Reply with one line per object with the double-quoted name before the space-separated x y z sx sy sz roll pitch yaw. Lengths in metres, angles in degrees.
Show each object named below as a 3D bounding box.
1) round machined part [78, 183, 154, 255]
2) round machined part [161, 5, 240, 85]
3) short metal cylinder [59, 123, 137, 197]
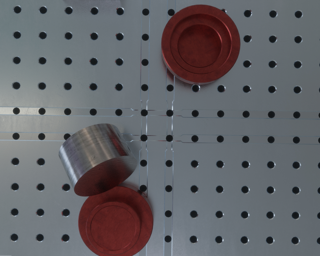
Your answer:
"round machined part" -0.058 0.124 0.404 0.099 0.042 0.097 0 90 0
"round machined part" 0.051 -0.105 0.405 0.099 0.042 0.097 0 90 0
"short metal cylinder" -0.075 0.040 0.378 0.080 0.080 0.050 -34 63 0
